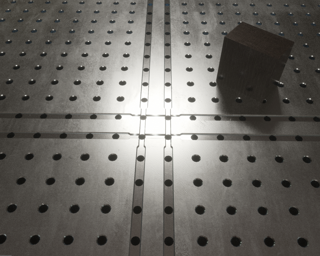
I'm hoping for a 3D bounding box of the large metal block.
[{"bbox_3d":[0.136,-0.096,0.455,0.080,0.080,0.050,32,57,23],"label":"large metal block"}]
